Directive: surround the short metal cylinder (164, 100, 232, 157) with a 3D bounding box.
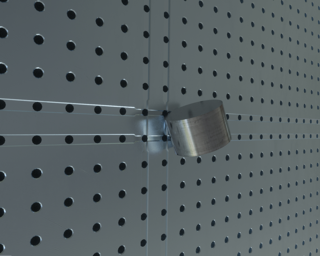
[{"bbox_3d":[0.051,-0.001,0.419,0.081,0.080,0.050,-29,109,-37],"label":"short metal cylinder"}]
